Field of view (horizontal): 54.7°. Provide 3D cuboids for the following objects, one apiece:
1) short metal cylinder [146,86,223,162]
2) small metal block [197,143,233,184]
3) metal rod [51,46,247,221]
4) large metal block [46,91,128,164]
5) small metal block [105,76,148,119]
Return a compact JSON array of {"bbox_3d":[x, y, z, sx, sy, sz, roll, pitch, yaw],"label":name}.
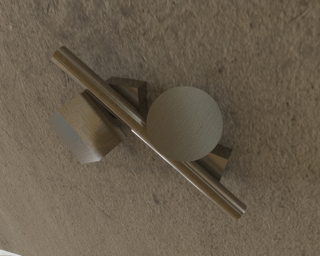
[{"bbox_3d":[0.025,-0.004,0.349,0.081,0.050,0.079,0,89,-2],"label":"short metal cylinder"},{"bbox_3d":[0.061,0.043,0.403,0.050,0.025,0.050,22,127,14],"label":"small metal block"},{"bbox_3d":[-0.013,0.007,0.386,0.300,0.025,0.025,41,129,-1],"label":"metal rod"},{"bbox_3d":[-0.102,0.001,0.423,0.080,0.050,0.080,53,151,-11],"label":"large metal block"},{"bbox_3d":[-0.044,-0.038,0.407,0.050,0.025,0.050,12,123,21],"label":"small metal block"}]
